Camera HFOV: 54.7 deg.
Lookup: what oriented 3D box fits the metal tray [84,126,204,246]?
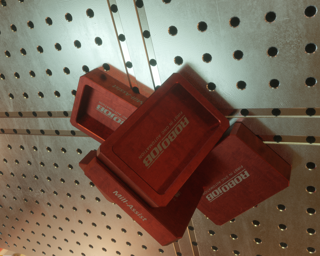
[{"bbox_3d":[-0.014,0.064,0.375,0.130,0.090,0.030,44,129,-3],"label":"metal tray"}]

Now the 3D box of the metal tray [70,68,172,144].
[{"bbox_3d":[-0.056,-0.012,0.429,0.130,0.030,0.089,31,128,7],"label":"metal tray"}]

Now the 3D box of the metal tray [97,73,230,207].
[{"bbox_3d":[0.007,0.011,0.346,0.090,0.130,0.030,44,157,-2],"label":"metal tray"}]

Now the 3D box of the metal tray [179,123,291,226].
[{"bbox_3d":[0.087,0.064,0.399,0.090,0.030,0.129,41,129,-1],"label":"metal tray"}]

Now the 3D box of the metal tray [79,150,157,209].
[{"bbox_3d":[-0.051,0.078,0.450,0.130,0.030,0.090,1,131,44],"label":"metal tray"}]
